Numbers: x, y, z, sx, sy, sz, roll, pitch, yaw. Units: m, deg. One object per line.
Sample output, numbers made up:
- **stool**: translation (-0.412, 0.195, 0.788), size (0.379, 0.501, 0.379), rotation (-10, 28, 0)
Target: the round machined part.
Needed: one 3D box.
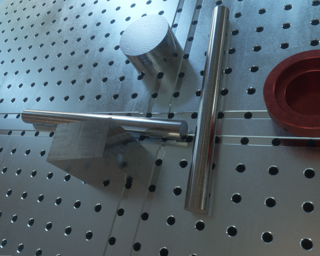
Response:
- **round machined part**: translation (0.164, -0.033, 0.331), size (0.098, 0.042, 0.098), rotation (-13, 56, 20)

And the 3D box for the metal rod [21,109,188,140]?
- **metal rod**: translation (-0.100, -0.009, 0.463), size (0.300, 0.025, 0.025), rotation (5, 64, 30)

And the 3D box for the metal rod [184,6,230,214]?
- **metal rod**: translation (0.065, -0.043, 0.399), size (0.025, 0.025, 0.299), rotation (-3, 60, 26)

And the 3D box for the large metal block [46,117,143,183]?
- **large metal block**: translation (-0.079, 0.032, 0.393), size (0.080, 0.080, 0.050), rotation (-7, 59, 24)

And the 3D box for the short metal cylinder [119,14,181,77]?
- **short metal cylinder**: translation (-0.015, -0.126, 0.476), size (0.080, 0.050, 0.080), rotation (-13, 56, 20)
